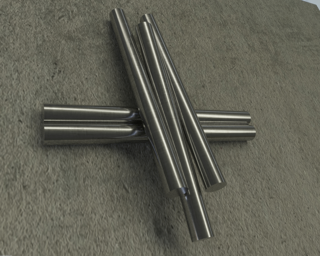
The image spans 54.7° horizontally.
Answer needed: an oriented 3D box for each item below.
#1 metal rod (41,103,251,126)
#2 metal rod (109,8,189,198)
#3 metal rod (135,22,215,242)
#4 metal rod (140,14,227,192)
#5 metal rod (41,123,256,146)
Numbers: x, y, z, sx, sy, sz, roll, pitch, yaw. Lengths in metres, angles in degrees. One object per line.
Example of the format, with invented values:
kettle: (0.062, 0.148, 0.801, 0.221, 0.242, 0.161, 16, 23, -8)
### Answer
metal rod: (0.002, -0.015, 0.418, 0.303, 0.025, 0.025, 0, 62, -29)
metal rod: (-0.024, -0.053, 0.399, 0.025, 0.025, 0.299, 0, 54, -29)
metal rod: (0.011, -0.014, 0.388, 0.025, 0.025, 0.299, 0, 62, -29)
metal rod: (0.021, -0.054, 0.424, 0.025, 0.025, 0.299, 0, 54, -29)
metal rod: (0.006, 0.007, 0.407, 0.303, 0.025, 0.025, 0, 62, -29)
